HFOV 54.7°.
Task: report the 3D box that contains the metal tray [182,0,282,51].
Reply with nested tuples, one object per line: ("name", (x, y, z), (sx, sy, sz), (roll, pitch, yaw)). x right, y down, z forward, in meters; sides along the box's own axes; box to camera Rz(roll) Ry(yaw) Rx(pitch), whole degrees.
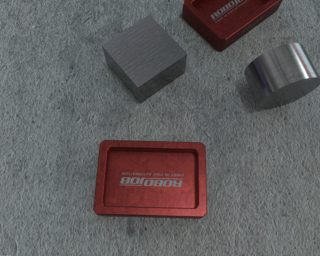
("metal tray", (0.110, -0.187, 0.474), (0.130, 0.030, 0.090), (-38, 74, -13))

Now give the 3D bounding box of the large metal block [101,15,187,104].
("large metal block", (-0.021, -0.095, 0.429), (0.080, 0.050, 0.080), (-36, 74, -12))

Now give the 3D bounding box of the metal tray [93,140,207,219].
("metal tray", (-0.010, 0.063, 0.382), (0.131, 0.030, 0.090), (2, 70, 0))

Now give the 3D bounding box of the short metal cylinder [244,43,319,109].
("short metal cylinder", (0.158, -0.065, 0.404), (0.081, 0.080, 0.050), (-16, 71, -6))
